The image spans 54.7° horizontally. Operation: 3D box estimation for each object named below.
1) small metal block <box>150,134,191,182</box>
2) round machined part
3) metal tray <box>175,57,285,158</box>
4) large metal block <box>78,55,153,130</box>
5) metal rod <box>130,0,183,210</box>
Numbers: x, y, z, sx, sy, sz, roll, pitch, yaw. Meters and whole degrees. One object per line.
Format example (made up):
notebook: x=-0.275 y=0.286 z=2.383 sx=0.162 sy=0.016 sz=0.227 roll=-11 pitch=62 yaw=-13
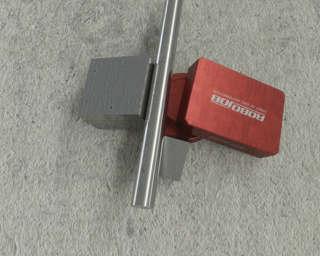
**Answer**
small metal block: x=0.007 y=0.034 z=0.387 sx=0.050 sy=0.025 sz=0.050 roll=15 pitch=96 yaw=6
round machined part: x=0.032 y=-0.031 z=0.412 sx=0.099 sy=0.042 sz=0.098 roll=0 pitch=70 yaw=0
metal tray: x=0.092 y=-0.023 z=0.392 sx=0.131 sy=0.030 sz=0.090 roll=19 pitch=71 yaw=-15
large metal block: x=-0.049 y=-0.044 z=0.400 sx=0.080 sy=0.050 sz=0.080 roll=0 pitch=69 yaw=19
metal rod: x=0.001 y=-0.053 z=0.384 sx=0.025 sy=0.025 sz=0.299 roll=7 pitch=68 yaw=2
